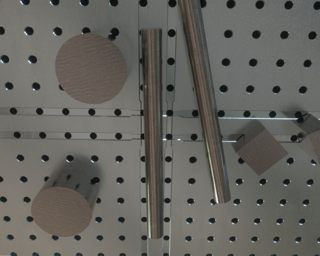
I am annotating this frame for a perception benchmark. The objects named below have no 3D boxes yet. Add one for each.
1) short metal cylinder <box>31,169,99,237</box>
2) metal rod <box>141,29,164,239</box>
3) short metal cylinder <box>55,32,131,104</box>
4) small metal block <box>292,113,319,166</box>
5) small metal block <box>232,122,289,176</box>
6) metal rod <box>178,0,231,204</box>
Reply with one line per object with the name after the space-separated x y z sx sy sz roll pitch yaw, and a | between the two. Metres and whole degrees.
-0.132 0.105 0.437 0.081 0.050 0.079 0 110 0 | short metal cylinder
-0.009 0.022 0.421 0.025 0.025 0.298 -1 110 0 | metal rod
-0.078 -0.074 0.372 0.081 0.050 0.079 0 110 0 | short metal cylinder
0.204 0.015 0.407 0.025 0.050 0.050 -26 108 9 | small metal block
0.137 0.029 0.425 0.050 0.025 0.050 -42 105 14 | small metal block
0.060 -0.034 0.401 0.025 0.025 0.298 -11 110 4 | metal rod
